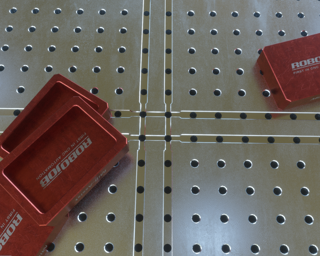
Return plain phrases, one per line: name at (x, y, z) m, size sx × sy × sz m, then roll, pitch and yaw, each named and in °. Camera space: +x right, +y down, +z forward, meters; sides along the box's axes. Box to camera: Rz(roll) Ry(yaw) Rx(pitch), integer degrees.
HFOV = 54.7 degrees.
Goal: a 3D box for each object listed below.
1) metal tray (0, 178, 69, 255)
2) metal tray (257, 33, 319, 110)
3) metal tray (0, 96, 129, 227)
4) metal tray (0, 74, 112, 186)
metal tray at (-0.182, 0.134, 0.358) m, size 0.090 × 0.030 × 0.130 m, roll 28°, pitch 72°, yaw 9°
metal tray at (0.219, -0.086, 0.443) m, size 0.131 × 0.030 × 0.090 m, roll -15°, pitch 71°, yaw -6°
metal tray at (-0.112, 0.036, 0.361) m, size 0.090 × 0.030 × 0.130 m, roll 40°, pitch 74°, yaw 13°
metal tray at (-0.138, 0.002, 0.406) m, size 0.090 × 0.030 × 0.130 m, roll 32°, pitch 73°, yaw 10°
